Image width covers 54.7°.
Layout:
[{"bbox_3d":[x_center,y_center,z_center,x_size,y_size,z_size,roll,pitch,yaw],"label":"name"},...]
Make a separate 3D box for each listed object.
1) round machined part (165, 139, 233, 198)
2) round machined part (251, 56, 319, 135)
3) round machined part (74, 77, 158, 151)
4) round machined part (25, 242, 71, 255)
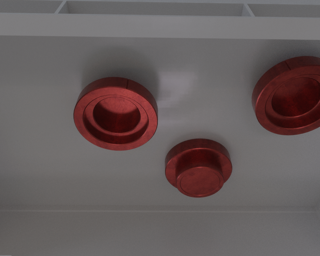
[{"bbox_3d":[0.057,0.065,0.454,0.099,0.042,0.097,0,130,0],"label":"round machined part"},{"bbox_3d":[0.157,-0.041,0.364,0.099,0.042,0.097,0,130,0],"label":"round machined part"},{"bbox_3d":[-0.052,-0.021,0.379,0.099,0.042,0.097,0,130,0],"label":"round machined part"},{"bbox_3d":[-0.222,0.267,0.625,0.099,0.042,0.097,0,130,0],"label":"round machined part"}]
